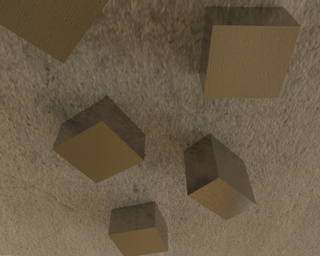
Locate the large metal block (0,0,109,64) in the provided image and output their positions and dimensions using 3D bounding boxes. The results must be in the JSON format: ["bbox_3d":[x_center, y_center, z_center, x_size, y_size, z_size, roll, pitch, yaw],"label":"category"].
[{"bbox_3d":[-0.100,-0.122,0.286,0.080,0.050,0.080,32,123,-25],"label":"large metal block"}]

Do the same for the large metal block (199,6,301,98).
[{"bbox_3d":[0.087,-0.078,0.325,0.081,0.050,0.079,0,130,-1],"label":"large metal block"}]

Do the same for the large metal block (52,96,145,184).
[{"bbox_3d":[-0.076,0.018,0.405,0.080,0.050,0.080,-28,125,21],"label":"large metal block"}]

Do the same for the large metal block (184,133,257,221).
[{"bbox_3d":[0.081,0.068,0.431,0.050,0.080,0.080,-37,121,27],"label":"large metal block"}]

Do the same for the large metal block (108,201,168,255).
[{"bbox_3d":[-0.035,0.179,0.543,0.080,0.050,0.080,-12,129,10],"label":"large metal block"}]
